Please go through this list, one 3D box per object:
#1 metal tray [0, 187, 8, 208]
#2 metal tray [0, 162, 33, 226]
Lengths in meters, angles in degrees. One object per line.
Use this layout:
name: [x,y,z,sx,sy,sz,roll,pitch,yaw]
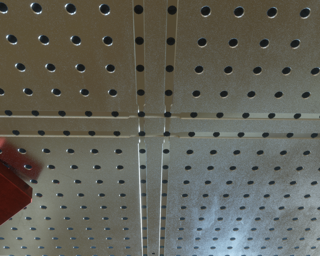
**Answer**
metal tray: [-0.325,0.129,0.513,0.090,0.030,0.129,32,123,-25]
metal tray: [-0.273,0.114,0.463,0.130,0.030,0.090,-37,120,-2]
